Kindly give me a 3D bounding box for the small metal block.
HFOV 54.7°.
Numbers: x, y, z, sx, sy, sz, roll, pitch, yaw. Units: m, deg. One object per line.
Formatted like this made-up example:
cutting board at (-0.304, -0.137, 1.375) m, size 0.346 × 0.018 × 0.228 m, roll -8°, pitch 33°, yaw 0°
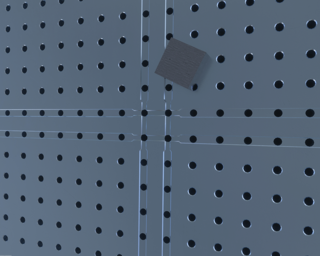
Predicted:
small metal block at (0.029, -0.082, 0.402) m, size 0.050 × 0.025 × 0.050 m, roll 29°, pitch 99°, yaw 17°
